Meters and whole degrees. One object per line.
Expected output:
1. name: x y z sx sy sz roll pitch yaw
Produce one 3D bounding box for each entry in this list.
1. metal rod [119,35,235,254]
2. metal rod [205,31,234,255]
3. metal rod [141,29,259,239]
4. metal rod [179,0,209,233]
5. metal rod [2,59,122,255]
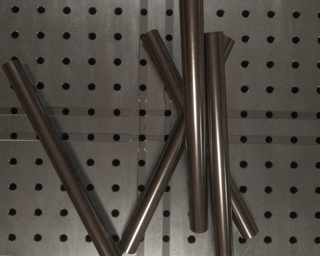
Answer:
1. metal rod: 0.018 0.026 0.394 0.025 0.025 0.298 24 98 -1
2. metal rod: 0.072 0.038 0.380 0.025 0.025 0.298 -6 104 0
3. metal rod: 0.053 0.008 0.414 0.025 0.025 0.299 -27 90 0
4. metal rod: 0.042 -0.007 0.363 0.025 0.025 0.298 -5 110 0
5. metal rod: -0.128 0.048 0.411 0.025 0.025 0.299 -27 90 0
